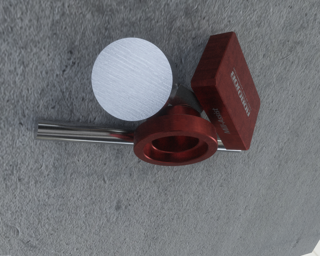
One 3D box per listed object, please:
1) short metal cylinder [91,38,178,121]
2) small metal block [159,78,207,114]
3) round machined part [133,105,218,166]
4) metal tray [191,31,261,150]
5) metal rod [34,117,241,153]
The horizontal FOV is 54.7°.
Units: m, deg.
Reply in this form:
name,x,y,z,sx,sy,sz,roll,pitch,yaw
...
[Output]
name,x,y,z,sx,sy,sz,roll,pitch,yaw
short metal cylinder,-0.024,-0.050,0.323,0.080,0.050,0.079,1,98,9
small metal block,0.023,-0.041,0.377,0.050,0.050,0.025,26,104,-37
round machined part,0.018,0.008,0.372,0.099,0.042,0.098,-2,151,-1
metal tray,0.090,-0.043,0.394,0.130,0.030,0.090,54,48,-40
metal rod,-0.006,0.014,0.414,0.302,0.025,0.025,6,116,-31
